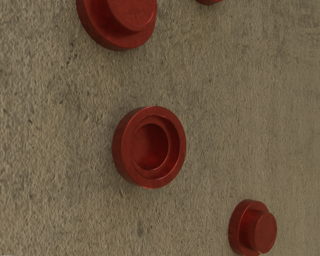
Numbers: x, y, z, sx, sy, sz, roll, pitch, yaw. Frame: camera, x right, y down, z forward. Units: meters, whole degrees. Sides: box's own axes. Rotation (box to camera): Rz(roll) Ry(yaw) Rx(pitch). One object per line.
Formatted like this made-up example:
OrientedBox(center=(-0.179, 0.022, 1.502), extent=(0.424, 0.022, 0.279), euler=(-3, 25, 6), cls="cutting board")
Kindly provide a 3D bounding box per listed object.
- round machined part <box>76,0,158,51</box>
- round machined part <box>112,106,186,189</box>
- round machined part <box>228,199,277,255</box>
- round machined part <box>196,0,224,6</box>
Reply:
OrientedBox(center=(-0.042, -0.141, 0.358), extent=(0.099, 0.042, 0.097), euler=(0, 90, -40), cls="round machined part")
OrientedBox(center=(-0.017, 0.023, 0.379), extent=(0.099, 0.042, 0.097), euler=(0, 90, -40), cls="round machined part")
OrientedBox(center=(0.165, 0.175, 0.532), extent=(0.099, 0.042, 0.097), euler=(0, 90, -40), cls="round machined part")
OrientedBox(center=(0.079, -0.238, 0.459), extent=(0.099, 0.042, 0.097), euler=(0, 90, -40), cls="round machined part")
